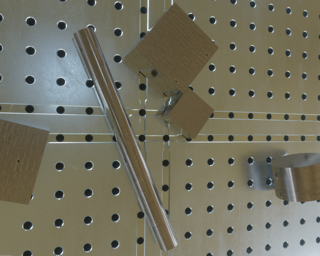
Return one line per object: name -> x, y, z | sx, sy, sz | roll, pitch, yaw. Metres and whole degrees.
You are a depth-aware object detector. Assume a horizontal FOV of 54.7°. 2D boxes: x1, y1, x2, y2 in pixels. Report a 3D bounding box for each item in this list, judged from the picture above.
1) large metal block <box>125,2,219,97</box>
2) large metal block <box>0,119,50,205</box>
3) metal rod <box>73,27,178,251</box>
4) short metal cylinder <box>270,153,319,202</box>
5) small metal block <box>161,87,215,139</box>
large metal block -> 0.015, -0.099, 0.406 | 0.080, 0.050, 0.080 | 41, 77, -16
large metal block -> -0.172, 0.031, 0.336 | 0.081, 0.050, 0.080 | 16, 85, -20
metal rod -> -0.041, 0.020, 0.398 | 0.025, 0.025, 0.298 | -24, 98, -19
short metal cylinder -> 0.211, 0.072, 0.463 | 0.081, 0.080, 0.050 | -14, 95, -20
small metal block -> 0.038, -0.020, 0.428 | 0.050, 0.025, 0.050 | 39, 77, -16
